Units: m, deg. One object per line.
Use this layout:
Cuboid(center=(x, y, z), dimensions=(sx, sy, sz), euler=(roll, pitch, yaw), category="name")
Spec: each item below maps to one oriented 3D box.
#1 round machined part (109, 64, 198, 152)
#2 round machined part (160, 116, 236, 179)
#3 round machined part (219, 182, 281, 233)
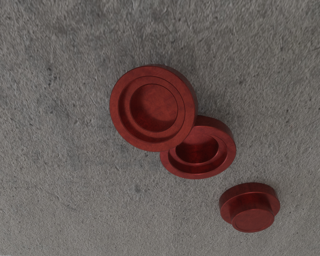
Cuboid(center=(-0.004, -0.025, 0.358), dimensions=(0.098, 0.042, 0.097), euler=(5, 108, 14), category="round machined part")
Cuboid(center=(0.049, 0.021, 0.414), dimensions=(0.099, 0.042, 0.097), euler=(0, 130, 0), category="round machined part")
Cuboid(center=(0.150, 0.138, 0.514), dimensions=(0.099, 0.042, 0.097), euler=(0, 130, 0), category="round machined part")
